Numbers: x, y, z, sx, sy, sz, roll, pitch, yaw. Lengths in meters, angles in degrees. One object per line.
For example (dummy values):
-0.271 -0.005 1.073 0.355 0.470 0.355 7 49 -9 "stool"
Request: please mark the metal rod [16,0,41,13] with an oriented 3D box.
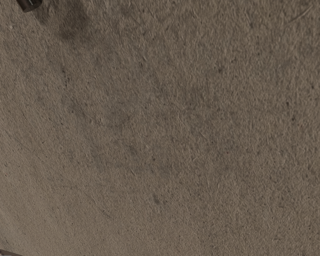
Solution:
-0.234 -0.278 0.355 0.025 0.025 0.299 -19 109 35 "metal rod"
